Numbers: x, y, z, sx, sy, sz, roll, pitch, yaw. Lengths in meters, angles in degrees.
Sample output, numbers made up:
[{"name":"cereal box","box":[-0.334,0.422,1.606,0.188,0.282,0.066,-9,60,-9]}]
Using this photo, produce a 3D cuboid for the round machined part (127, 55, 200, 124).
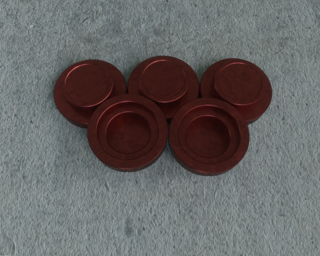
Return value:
[{"name":"round machined part","box":[0.005,-0.057,0.421,0.099,0.042,0.098,0,70,-1]}]

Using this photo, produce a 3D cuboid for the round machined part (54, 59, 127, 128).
[{"name":"round machined part","box":[-0.094,-0.051,0.418,0.099,0.042,0.098,0,70,-1]}]

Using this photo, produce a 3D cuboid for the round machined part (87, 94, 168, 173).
[{"name":"round machined part","box":[-0.039,0.009,0.396,0.099,0.042,0.098,0,70,-1]}]

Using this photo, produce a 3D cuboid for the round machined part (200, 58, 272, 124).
[{"name":"round machined part","box":[0.104,-0.054,0.421,0.099,0.042,0.098,0,70,-1]}]

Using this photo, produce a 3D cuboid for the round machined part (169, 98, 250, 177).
[{"name":"round machined part","box":[0.060,0.014,0.396,0.099,0.042,0.098,0,70,-1]}]
